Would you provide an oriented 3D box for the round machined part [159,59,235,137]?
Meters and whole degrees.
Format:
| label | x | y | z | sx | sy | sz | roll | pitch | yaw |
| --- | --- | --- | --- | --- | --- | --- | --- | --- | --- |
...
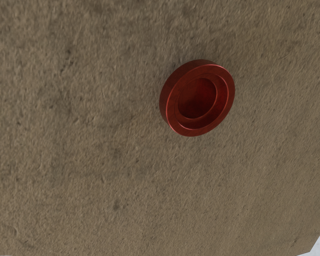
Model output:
| label | x | y | z | sx | sy | sz | roll | pitch | yaw |
| --- | --- | --- | --- | --- | --- | --- | --- | --- | --- |
| round machined part | 0.043 | -0.041 | 0.396 | 0.099 | 0.042 | 0.097 | -14 | 125 | -21 |
